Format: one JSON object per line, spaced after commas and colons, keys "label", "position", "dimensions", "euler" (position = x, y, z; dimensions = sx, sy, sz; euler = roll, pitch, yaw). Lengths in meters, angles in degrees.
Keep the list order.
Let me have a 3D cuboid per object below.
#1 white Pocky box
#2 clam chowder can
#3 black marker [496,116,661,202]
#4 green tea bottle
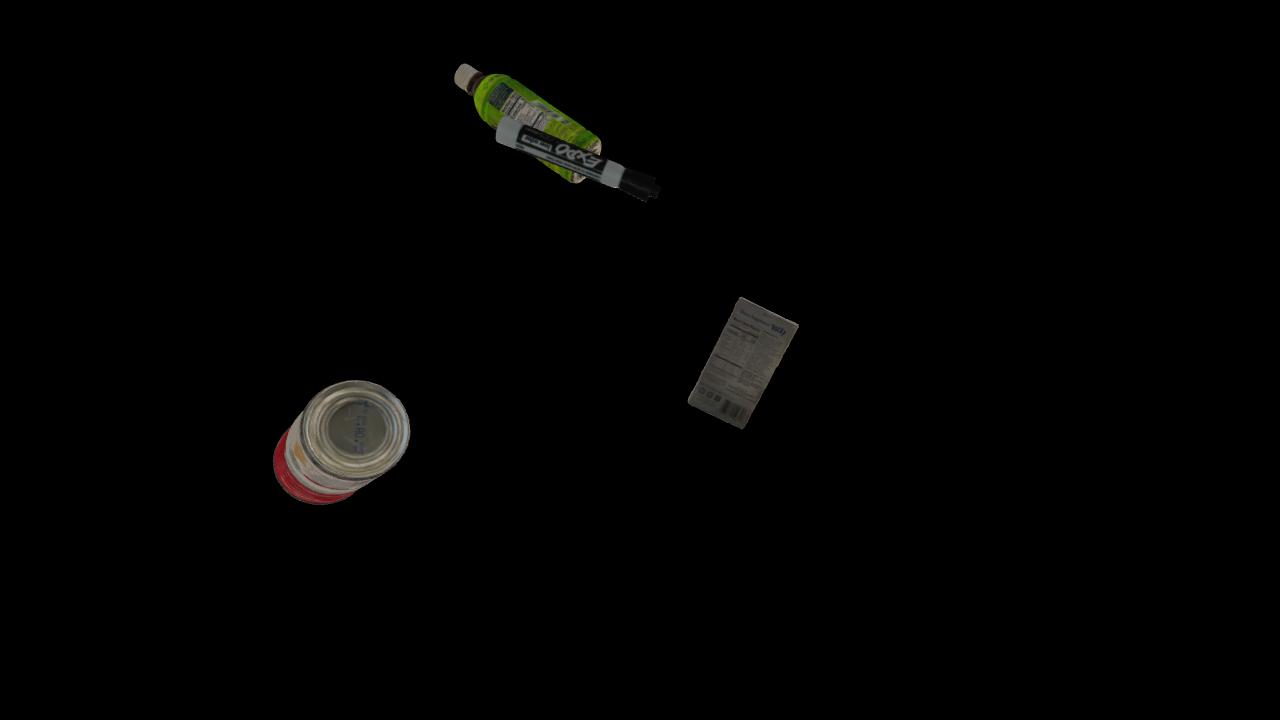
{"label": "white Pocky box", "position": [0.131, 0.005, 0.793], "dimensions": [0.084, 0.154, 0.028], "euler": [26, 12, 2]}
{"label": "clam chowder can", "position": [-0.208, 0.059, 0.425], "dimensions": [0.068, 0.068, 0.102], "euler": [0, -18, -39]}
{"label": "black marker", "position": [-0.043, -0.142, 0.438], "dimensions": [0.121, 0.020, 0.020], "euler": [21, -1, -3]}
{"label": "green tea bottle", "position": [-0.151, -0.319, 0.809], "dimensions": [0.212, 0.073, 0.073], "euler": [38, 2, 3]}
